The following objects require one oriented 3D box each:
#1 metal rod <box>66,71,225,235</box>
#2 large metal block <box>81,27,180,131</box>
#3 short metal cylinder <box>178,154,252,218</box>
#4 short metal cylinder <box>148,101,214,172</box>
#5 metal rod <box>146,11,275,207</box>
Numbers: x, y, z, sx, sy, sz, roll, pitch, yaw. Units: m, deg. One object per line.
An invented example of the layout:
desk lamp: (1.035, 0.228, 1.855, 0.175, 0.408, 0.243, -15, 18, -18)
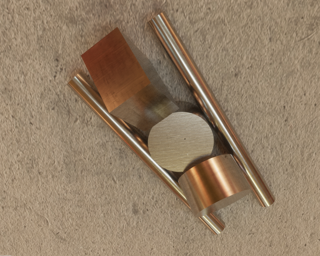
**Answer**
metal rod: (-0.010, 0.044, 0.426, 0.025, 0.025, 0.300, -39, 106, 13)
large metal block: (-0.031, -0.050, 0.346, 0.050, 0.080, 0.080, -35, 65, 12)
short metal cylinder: (0.071, 0.076, 0.404, 0.080, 0.080, 0.050, -30, 65, 10)
short metal cylinder: (0.025, 0.010, 0.401, 0.081, 0.050, 0.079, 0, 110, 0)
metal rod: (0.075, -0.012, 0.407, 0.025, 0.025, 0.299, -31, 108, 10)
